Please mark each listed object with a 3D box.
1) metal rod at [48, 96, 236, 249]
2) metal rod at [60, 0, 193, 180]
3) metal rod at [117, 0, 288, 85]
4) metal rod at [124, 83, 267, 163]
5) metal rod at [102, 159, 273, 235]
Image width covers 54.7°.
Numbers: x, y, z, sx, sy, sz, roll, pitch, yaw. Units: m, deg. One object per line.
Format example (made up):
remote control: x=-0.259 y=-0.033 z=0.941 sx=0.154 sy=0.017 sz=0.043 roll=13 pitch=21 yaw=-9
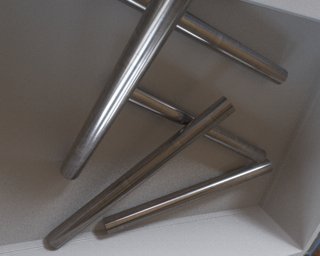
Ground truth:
metal rod: x=-0.028 y=0.061 z=0.410 sx=0.300 sy=0.025 sz=0.025 roll=-39 pitch=130 yaw=6
metal rod: x=-0.040 y=-0.031 z=0.282 sx=0.025 sy=0.025 sz=0.298 roll=6 pitch=143 yaw=-31
metal rod: x=0.059 y=-0.110 z=0.372 sx=0.302 sy=0.025 sz=0.025 roll=16 pitch=110 yaw=-35
metal rod: x=0.060 y=-0.001 z=0.440 sx=0.302 sy=0.025 sz=0.025 roll=23 pitch=106 yaw=-37
metal rod: x=0.057 y=0.106 z=0.504 sx=0.302 sy=0.025 sz=0.025 roll=-16 pitch=125 yaw=-20
